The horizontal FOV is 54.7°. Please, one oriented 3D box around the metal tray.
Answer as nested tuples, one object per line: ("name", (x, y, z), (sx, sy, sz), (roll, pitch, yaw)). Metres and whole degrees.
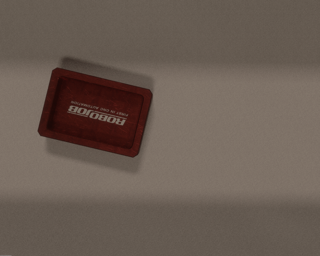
("metal tray", (-0.082, -0.020, 0.407), (0.131, 0.030, 0.089), (13, 90, -1))
